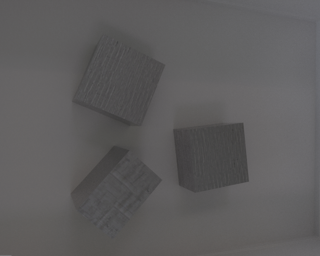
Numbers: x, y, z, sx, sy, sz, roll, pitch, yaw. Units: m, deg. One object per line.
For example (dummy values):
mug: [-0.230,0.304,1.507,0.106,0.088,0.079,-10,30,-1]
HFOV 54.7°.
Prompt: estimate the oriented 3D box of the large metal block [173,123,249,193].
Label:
large metal block: [0.069,0.037,0.423,0.081,0.050,0.080,-7,93,-20]

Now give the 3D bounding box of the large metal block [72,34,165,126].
large metal block: [-0.051,-0.054,0.378,0.080,0.050,0.080,23,82,-19]

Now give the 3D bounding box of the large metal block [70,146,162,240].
large metal block: [-0.054,0.069,0.361,0.050,0.080,0.080,45,76,-15]
